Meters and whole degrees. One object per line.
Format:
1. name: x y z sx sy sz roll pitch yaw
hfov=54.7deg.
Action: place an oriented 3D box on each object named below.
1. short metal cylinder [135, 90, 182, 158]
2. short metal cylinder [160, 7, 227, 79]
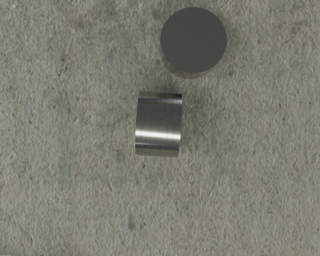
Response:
1. short metal cylinder: -0.002 -0.005 0.383 0.050 0.080 0.079 4 90 0
2. short metal cylinder: 0.040 -0.106 0.398 0.081 0.050 0.079 0 90 -1
